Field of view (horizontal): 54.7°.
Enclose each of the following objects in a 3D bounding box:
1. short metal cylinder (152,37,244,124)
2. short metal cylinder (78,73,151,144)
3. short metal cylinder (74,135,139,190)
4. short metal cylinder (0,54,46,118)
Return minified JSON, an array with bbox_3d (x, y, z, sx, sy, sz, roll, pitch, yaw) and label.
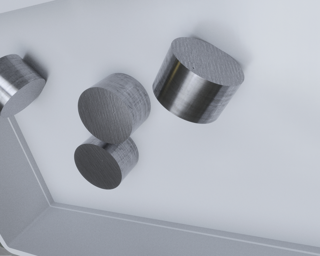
[{"bbox_3d":[0.039,-0.050,0.322,0.080,0.080,0.050,33,129,6],"label":"short metal cylinder"},{"bbox_3d":[-0.059,-0.026,0.408,0.080,0.050,0.079,13,124,21],"label":"short metal cylinder"},{"bbox_3d":[-0.079,0.044,0.462,0.080,0.050,0.079,13,124,21],"label":"short metal cylinder"},{"bbox_3d":[-0.216,-0.060,0.450,0.050,0.080,0.080,44,129,-3],"label":"short metal cylinder"}]
